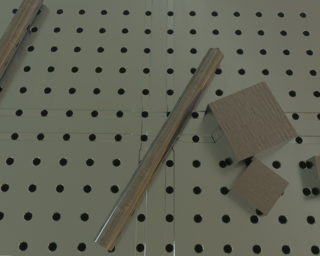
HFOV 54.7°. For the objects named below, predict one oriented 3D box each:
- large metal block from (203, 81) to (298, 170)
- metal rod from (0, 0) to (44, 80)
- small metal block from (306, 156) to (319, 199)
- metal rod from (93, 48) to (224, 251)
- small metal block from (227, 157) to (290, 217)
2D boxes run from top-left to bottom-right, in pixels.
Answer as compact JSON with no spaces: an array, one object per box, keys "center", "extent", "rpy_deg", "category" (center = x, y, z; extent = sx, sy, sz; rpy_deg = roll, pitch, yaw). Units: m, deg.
[{"center":[0.112,-0.002,0.400],"extent":[0.080,0.050,0.080],"rpy_deg":[-22,72,-8],"category":"large metal block"},{"center":[-0.239,-0.072,0.436],"extent":[0.025,0.025,0.299],"rpy_deg":[16,71,6],"category":"metal rod"},{"center":[0.219,0.062,0.391],"extent":[0.050,0.025,0.050],"rpy_deg":[-2,70,-1],"category":"small metal block"},{"center":[0.007,0.014,0.406],"extent":[0.025,0.025,0.300],"rpy_deg":[28,72,10],"category":"metal rod"},{"center":[0.122,0.074,0.385],"extent":[0.050,0.025,0.050],"rpy_deg":[39,74,13],"category":"small metal block"}]
